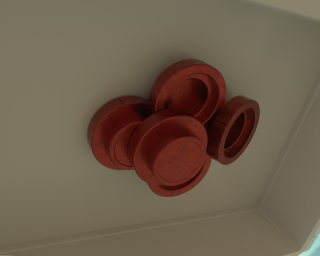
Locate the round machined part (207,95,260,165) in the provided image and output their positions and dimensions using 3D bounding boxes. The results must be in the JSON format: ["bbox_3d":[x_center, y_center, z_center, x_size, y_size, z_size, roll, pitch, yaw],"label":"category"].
[{"bbox_3d":[0.095,-0.001,0.435,0.099,0.042,0.097,-30,135,-35],"label":"round machined part"}]

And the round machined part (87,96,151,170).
[{"bbox_3d":[-0.036,0.013,0.383,0.099,0.042,0.097,-14,125,-21],"label":"round machined part"}]

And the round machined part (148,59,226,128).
[{"bbox_3d":[0.030,-0.040,0.389,0.099,0.042,0.097,-14,125,-21],"label":"round machined part"}]

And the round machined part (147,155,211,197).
[{"bbox_3d":[0.020,0.046,0.436,0.099,0.042,0.097,-14,125,-21],"label":"round machined part"}]

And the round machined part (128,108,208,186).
[{"bbox_3d":[0.015,0.029,0.367,0.099,0.042,0.097,-14,125,-21],"label":"round machined part"}]
